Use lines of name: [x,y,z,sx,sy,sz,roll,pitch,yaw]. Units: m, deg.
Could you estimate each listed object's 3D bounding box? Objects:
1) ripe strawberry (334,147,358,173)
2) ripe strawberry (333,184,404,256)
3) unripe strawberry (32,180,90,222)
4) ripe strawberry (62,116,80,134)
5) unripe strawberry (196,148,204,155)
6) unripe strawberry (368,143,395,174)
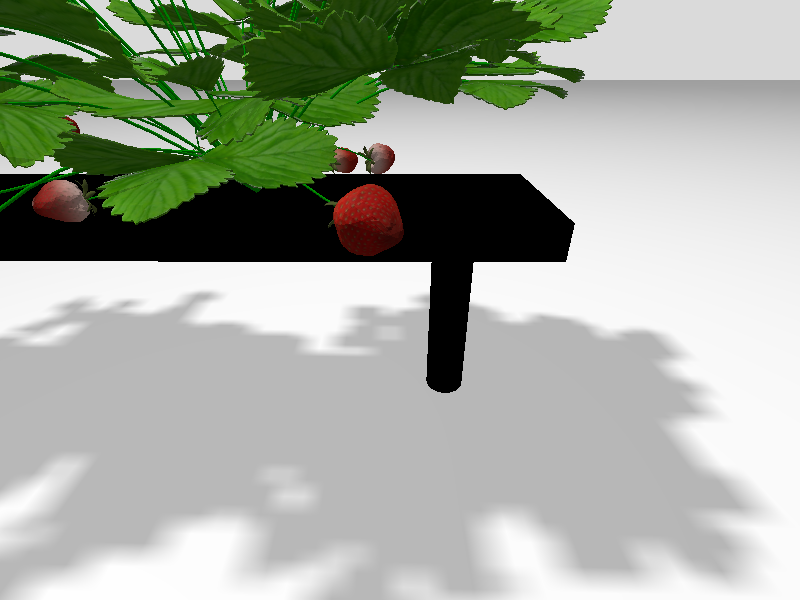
ripe strawberry: [-0.056,-0.141,0.402,0.029,0.025,0.029,-26,39,-38]
ripe strawberry: [-0.015,-0.043,0.225,0.039,0.041,0.042,-22,38,-33]
unripe strawberry: [-0.231,-0.066,0.272,0.029,0.029,0.032,-22,37,-31]
ripe strawberry: [-0.450,-0.227,0.534,0.037,0.042,0.040,16,33,25]
unripe strawberry: [-0.222,-0.164,0.445,0.009,0.010,0.010,-23,37,-33]
unripe strawberry: [-0.018,-0.141,0.399,0.028,0.030,0.026,-17,34,-27]
